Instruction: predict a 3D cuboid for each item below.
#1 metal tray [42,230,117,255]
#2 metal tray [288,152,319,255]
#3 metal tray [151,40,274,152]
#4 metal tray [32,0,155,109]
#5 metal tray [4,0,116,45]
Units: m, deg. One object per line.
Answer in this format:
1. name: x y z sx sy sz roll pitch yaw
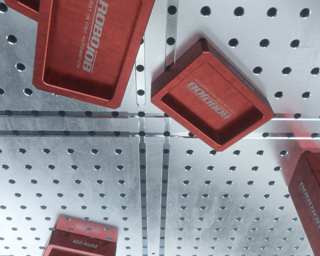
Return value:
1. metal tray: -0.164 0.253 0.621 0.131 0.030 0.089 20 127 -17
2. metal tray: 0.227 0.109 0.439 0.030 0.130 0.089 -1 130 1
3. metal tray: 0.064 -0.033 0.381 0.130 0.030 0.090 36 121 -27
4. metal tray: -0.066 -0.085 0.294 0.091 0.030 0.129 14 129 -13
5. metal tray: -0.075 -0.149 0.280 0.090 0.030 0.129 25 126 -21
